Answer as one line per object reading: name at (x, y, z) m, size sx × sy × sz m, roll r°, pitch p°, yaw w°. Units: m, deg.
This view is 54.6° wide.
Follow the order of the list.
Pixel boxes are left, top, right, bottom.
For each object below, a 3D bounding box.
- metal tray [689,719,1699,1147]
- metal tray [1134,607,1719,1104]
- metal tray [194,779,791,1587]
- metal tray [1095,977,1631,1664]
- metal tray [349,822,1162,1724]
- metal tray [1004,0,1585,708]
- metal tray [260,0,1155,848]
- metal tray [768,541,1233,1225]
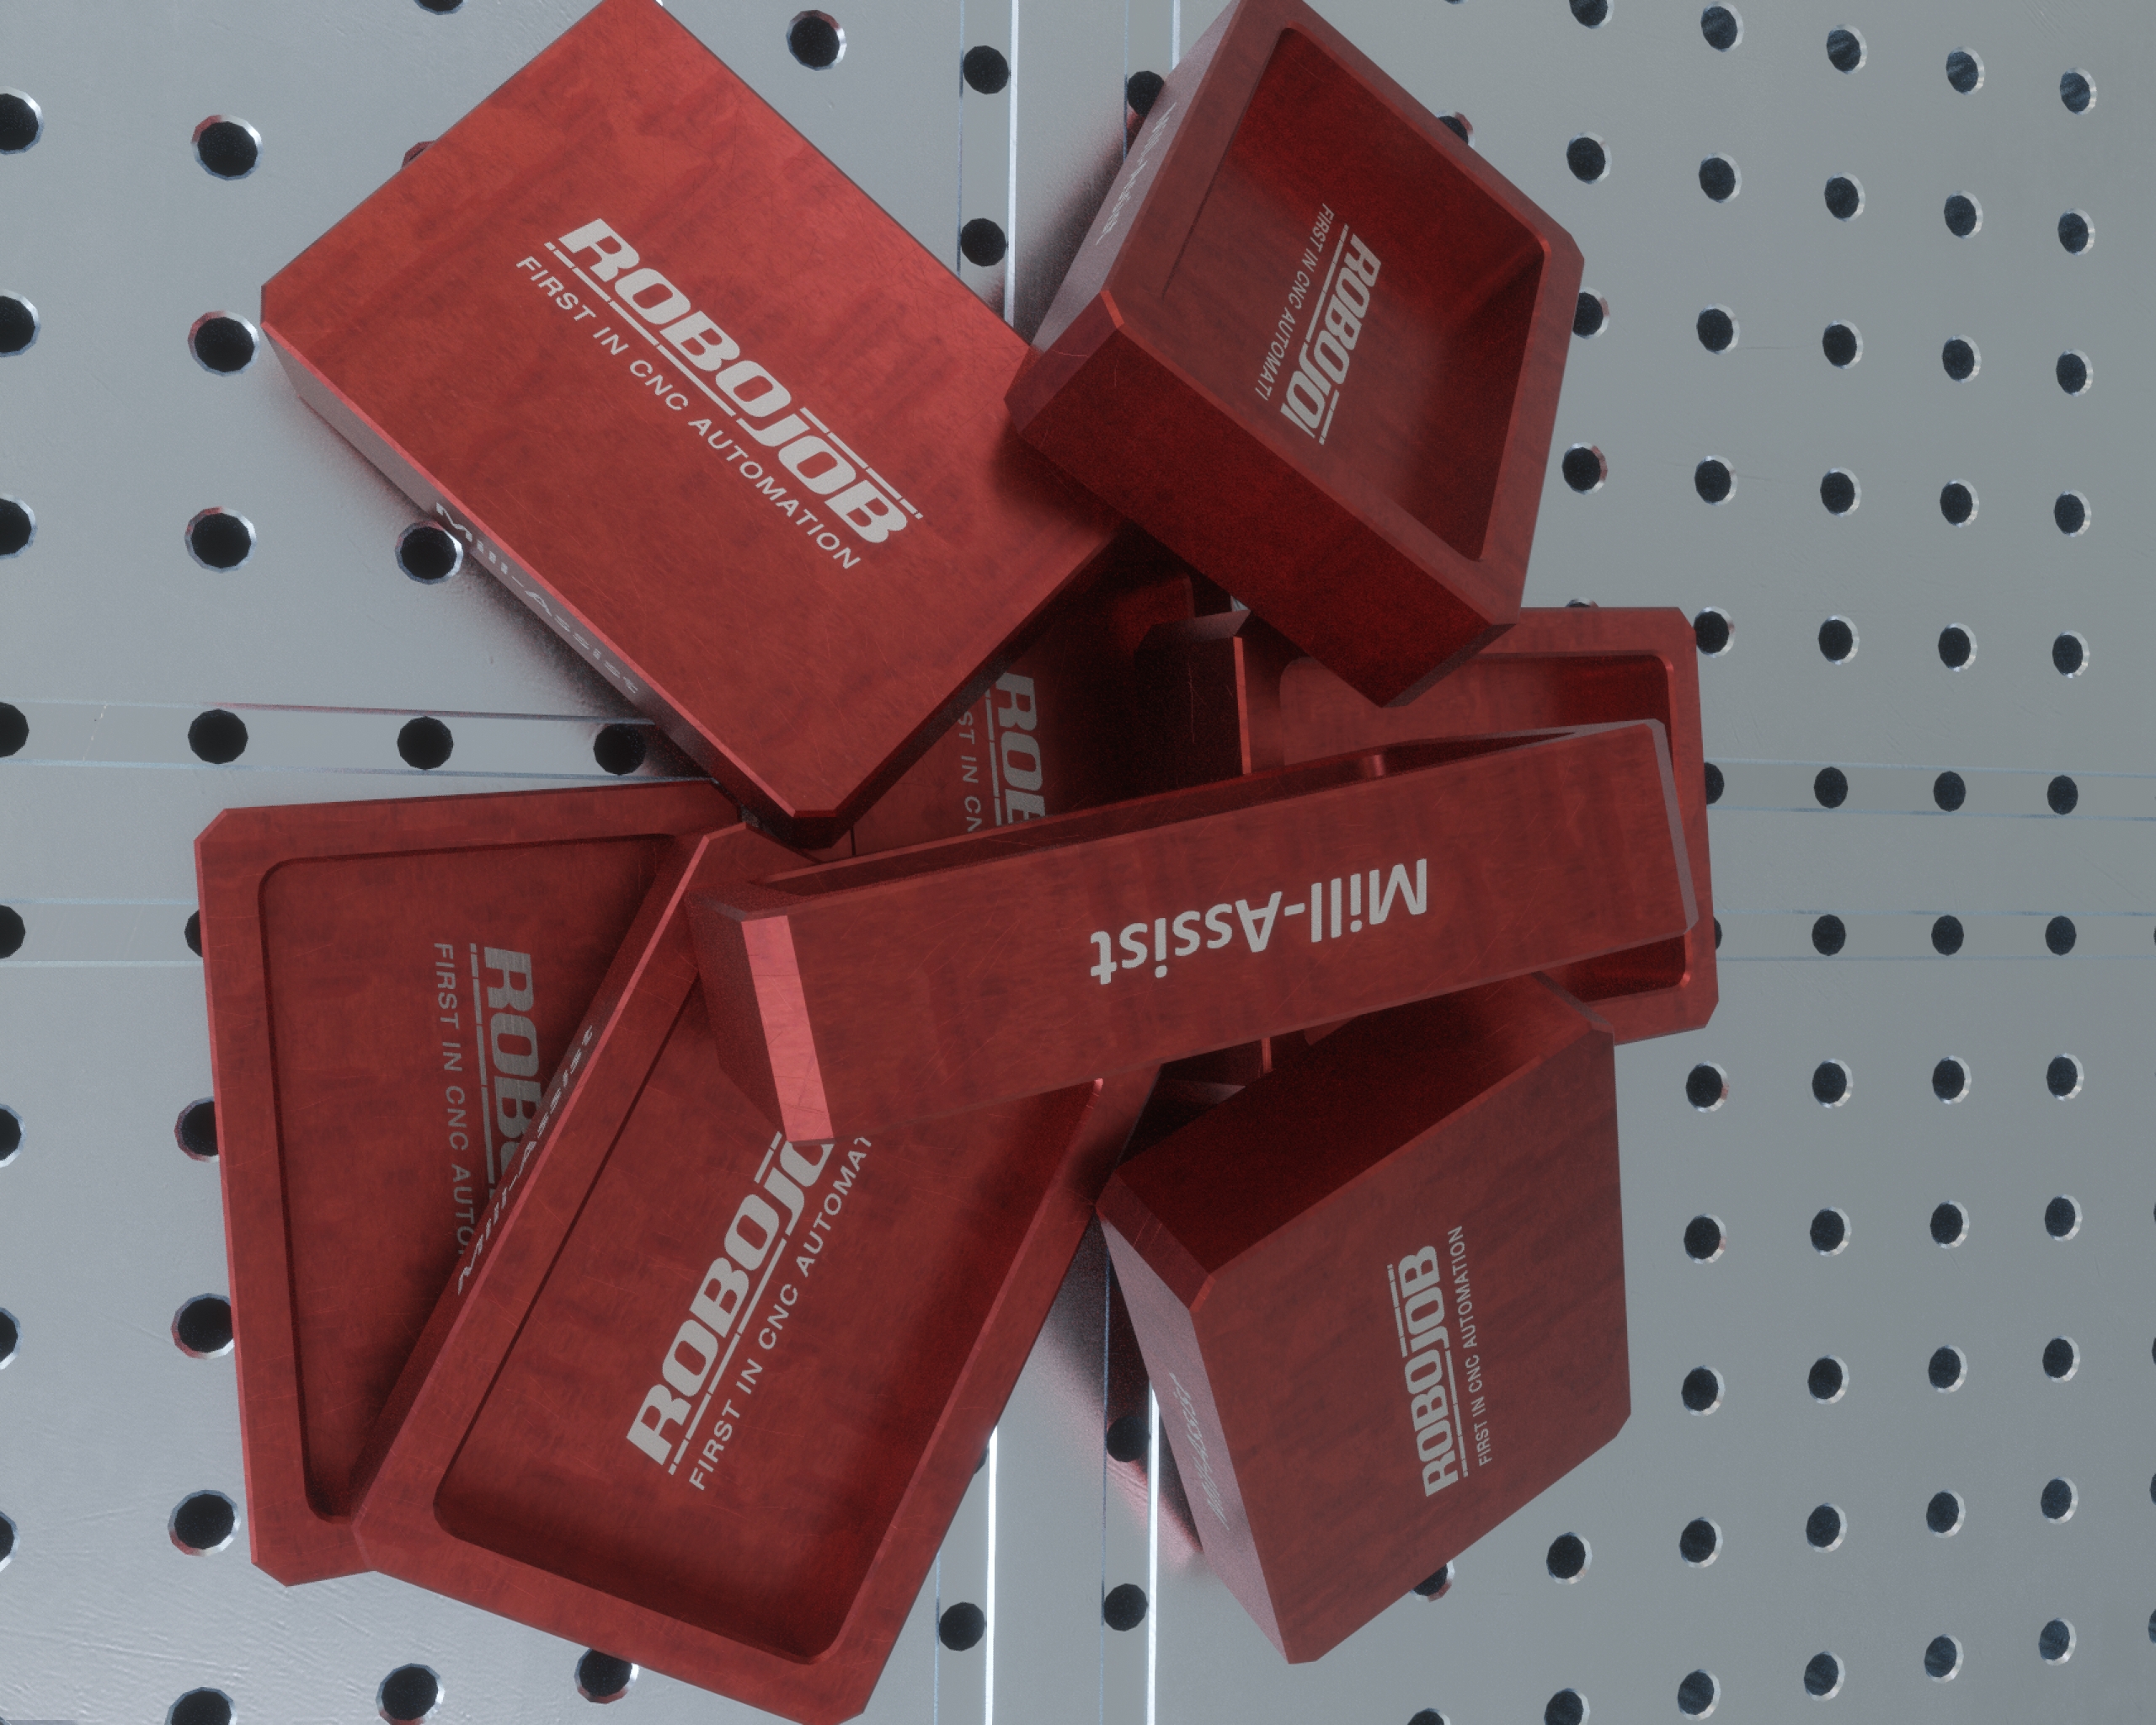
metal tray at (0.012, 0.007, 0.314) m, size 0.131 × 0.090 × 0.030 m, roll -12°, pitch 94°, yaw -15°
metal tray at (0.074, -0.005, 0.417) m, size 0.131 × 0.030 × 0.090 m, roll -5°, pitch 92°, yaw -37°
metal tray at (-0.103, 0.053, 0.372) m, size 0.091 × 0.030 × 0.129 m, roll -5°, pitch 91°, yaw -21°
metal tray at (0.060, 0.087, 0.396) m, size 0.090 × 0.030 × 0.129 m, roll -30°, pitch 133°, yaw -17°
metal tray at (-0.053, 0.069, 0.358) m, size 0.090 × 0.030 × 0.130 m, roll 28°, pitch 81°, yaw -18°
metal tray at (0.047, -0.101, 0.391) m, size 0.090 × 0.030 × 0.130 m, roll 35°, pitch 46°, yaw -16°
metal tray at (-0.063, -0.077, 0.369) m, size 0.130 × 0.030 × 0.090 m, roll 43°, pitch 76°, yaw 1°
metal tray at (-0.012, 0.000, 0.405) m, size 0.091 × 0.030 × 0.129 m, roll -5°, pitch 90°, yaw -22°
